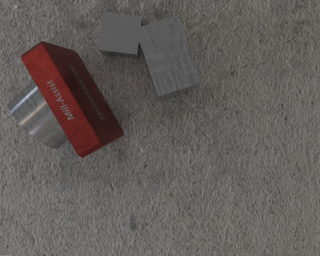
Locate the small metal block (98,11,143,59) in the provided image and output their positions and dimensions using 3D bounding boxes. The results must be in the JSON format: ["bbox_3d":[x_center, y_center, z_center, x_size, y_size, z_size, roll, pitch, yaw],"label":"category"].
[{"bbox_3d":[-0.051,-0.122,0.409,0.050,0.025,0.050,7,90,0],"label":"small metal block"}]

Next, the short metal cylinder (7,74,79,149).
[{"bbox_3d":[-0.135,-0.020,0.381,0.050,0.080,0.080,-44,90,0],"label":"short metal cylinder"}]

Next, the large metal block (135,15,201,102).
[{"bbox_3d":[0.009,-0.080,0.382,0.050,0.080,0.080,-18,90,0],"label":"large metal block"}]

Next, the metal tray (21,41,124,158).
[{"bbox_3d":[-0.099,-0.035,0.373,0.030,0.090,0.130,-30,91,11],"label":"metal tray"}]
